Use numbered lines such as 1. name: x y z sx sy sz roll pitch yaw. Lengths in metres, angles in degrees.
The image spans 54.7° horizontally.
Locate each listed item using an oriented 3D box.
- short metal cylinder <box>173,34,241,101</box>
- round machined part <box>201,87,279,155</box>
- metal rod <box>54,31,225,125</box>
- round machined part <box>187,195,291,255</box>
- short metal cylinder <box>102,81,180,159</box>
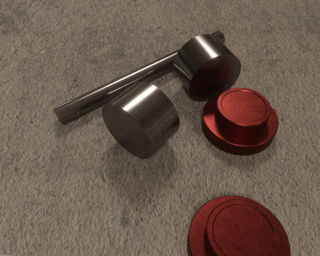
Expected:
1. short metal cylinder: 0.066 -0.085 0.440 0.081 0.080 0.050 -18 53 -15
2. round machined part: 0.106 -0.015 0.407 0.099 0.042 0.098 0 50 0
3. metal rod: -0.017 -0.085 0.474 0.302 0.025 0.025 -30 57 -23
4. round machined part: 0.077 0.109 0.301 0.099 0.042 0.098 0 50 0
5. short metal cylinder: -0.023 -0.009 0.375 0.080 0.080 0.050 33 57 24
